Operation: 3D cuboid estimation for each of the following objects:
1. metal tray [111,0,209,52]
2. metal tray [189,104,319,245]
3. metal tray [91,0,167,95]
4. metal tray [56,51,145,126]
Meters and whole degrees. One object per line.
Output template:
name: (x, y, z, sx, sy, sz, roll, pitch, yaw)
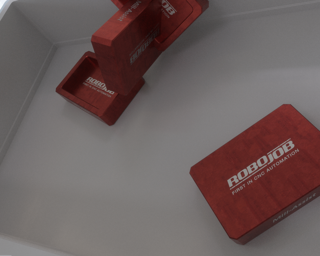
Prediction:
metal tray: (-0.011, -0.180, 0.415, 0.090, 0.130, 0.030, -37, 12, 41)
metal tray: (0.107, 0.045, 0.318, 0.130, 0.030, 0.090, -35, 51, 4)
metal tray: (-0.033, -0.119, 0.421, 0.030, 0.090, 0.130, 21, 57, 22)
metal tray: (-0.098, -0.067, 0.495, 0.130, 0.030, 0.090, 27, 76, 37)
